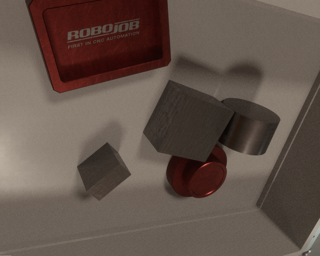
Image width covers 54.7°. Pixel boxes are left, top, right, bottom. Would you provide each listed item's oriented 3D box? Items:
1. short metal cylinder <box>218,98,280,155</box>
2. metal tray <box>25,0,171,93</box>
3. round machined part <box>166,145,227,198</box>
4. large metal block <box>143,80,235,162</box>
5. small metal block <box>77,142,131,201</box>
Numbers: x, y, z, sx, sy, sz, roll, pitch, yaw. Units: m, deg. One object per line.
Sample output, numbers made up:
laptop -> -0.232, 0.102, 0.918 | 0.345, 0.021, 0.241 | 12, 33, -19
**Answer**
short metal cylinder -> 0.121, -0.004, 0.439 | 0.081, 0.080, 0.050 | 1, 118, -30
metal tray -> -0.056, -0.096, 0.316 | 0.131, 0.030, 0.089 | -18, 126, -18
round machined part -> 0.063, 0.069, 0.477 | 0.099, 0.042, 0.097 | -14, 125, -21
large metal block -> 0.037, -0.007, 0.409 | 0.081, 0.050, 0.080 | 15, 110, -34
small metal block -> -0.071, 0.053, 0.388 | 0.050, 0.050, 0.025 | -39, 130, -2
